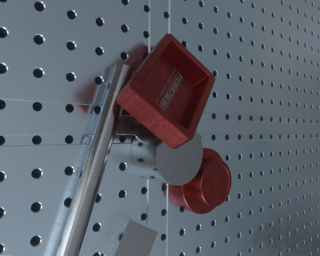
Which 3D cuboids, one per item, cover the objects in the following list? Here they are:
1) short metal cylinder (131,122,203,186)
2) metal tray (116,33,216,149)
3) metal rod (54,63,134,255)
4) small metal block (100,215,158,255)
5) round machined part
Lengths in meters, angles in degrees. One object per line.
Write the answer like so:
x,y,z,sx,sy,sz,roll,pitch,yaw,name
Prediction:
0.010,0.031,0.403,0.081,0.050,0.079,0,90,-40,short metal cylinder
0.014,-0.049,0.377,0.090,0.030,0.130,41,45,-14,metal tray
-0.081,0.069,0.342,0.025,0.025,0.299,25,74,-38,metal rod
-0.037,0.142,0.381,0.050,0.025,0.050,37,68,-34,small metal block
0.068,0.079,0.458,0.099,0.042,0.097,0,90,-40,round machined part
